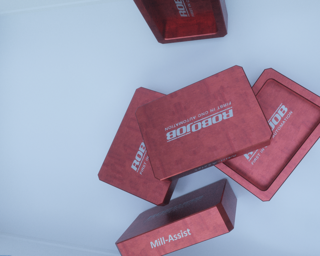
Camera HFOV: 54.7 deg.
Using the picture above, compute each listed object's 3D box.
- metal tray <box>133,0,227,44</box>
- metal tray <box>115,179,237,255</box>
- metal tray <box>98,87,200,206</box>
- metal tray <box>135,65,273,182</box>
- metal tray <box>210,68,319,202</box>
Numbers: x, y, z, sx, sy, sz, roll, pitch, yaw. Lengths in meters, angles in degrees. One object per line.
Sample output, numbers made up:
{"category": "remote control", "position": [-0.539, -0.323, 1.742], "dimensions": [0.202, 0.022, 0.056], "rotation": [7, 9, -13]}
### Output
{"category": "metal tray", "position": [0.022, -0.146, 0.345], "dimensions": [0.090, 0.130, 0.030], "rotation": [-1, 71, 19]}
{"category": "metal tray", "position": [0.023, 0.109, 0.365], "dimensions": [0.130, 0.090, 0.030], "rotation": [-26, 90, 18]}
{"category": "metal tray", "position": [-0.010, 0.021, 0.392], "dimensions": [0.090, 0.030, 0.130], "rotation": [20, 80, 18]}
{"category": "metal tray", "position": [0.046, -0.003, 0.347], "dimensions": [0.130, 0.030, 0.090], "rotation": [-22, 70, 12]}
{"category": "metal tray", "position": [0.126, 0.008, 0.363], "dimensions": [0.090, 0.030, 0.129], "rotation": [37, 101, 16]}
